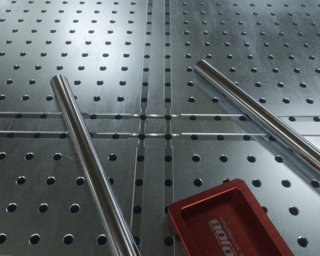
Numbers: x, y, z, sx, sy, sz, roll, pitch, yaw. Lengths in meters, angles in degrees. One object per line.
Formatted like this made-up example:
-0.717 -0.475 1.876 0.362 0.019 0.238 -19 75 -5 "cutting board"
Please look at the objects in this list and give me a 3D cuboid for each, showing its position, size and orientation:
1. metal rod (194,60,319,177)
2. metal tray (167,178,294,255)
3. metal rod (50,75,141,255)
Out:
0.150 -0.003 0.412 0.025 0.025 0.300 -29 56 -22 "metal rod"
0.073 0.122 0.302 0.091 0.030 0.130 -17 52 -15 "metal tray"
-0.088 0.035 0.377 0.025 0.025 0.300 -20 53 -16 "metal rod"
